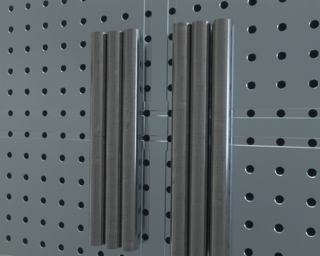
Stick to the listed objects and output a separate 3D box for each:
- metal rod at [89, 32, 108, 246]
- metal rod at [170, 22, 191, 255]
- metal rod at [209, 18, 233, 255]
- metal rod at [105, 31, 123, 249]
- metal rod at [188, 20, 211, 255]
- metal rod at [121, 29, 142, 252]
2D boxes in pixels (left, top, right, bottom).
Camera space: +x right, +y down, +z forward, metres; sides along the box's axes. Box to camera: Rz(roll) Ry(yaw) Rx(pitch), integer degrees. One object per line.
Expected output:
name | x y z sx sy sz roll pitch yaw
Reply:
metal rod | -0.088 0.015 0.444 0.025 0.025 0.298 1 90 20
metal rod | 0.027 0.016 0.403 0.025 0.025 0.298 1 90 20
metal rod | 0.076 0.017 0.385 0.025 0.025 0.298 1 90 20
metal rod | -0.063 0.016 0.435 0.025 0.025 0.298 1 90 20
metal rod | 0.050 0.017 0.394 0.025 0.025 0.298 1 90 20
metal rod | -0.040 0.016 0.426 0.025 0.025 0.298 1 90 20
